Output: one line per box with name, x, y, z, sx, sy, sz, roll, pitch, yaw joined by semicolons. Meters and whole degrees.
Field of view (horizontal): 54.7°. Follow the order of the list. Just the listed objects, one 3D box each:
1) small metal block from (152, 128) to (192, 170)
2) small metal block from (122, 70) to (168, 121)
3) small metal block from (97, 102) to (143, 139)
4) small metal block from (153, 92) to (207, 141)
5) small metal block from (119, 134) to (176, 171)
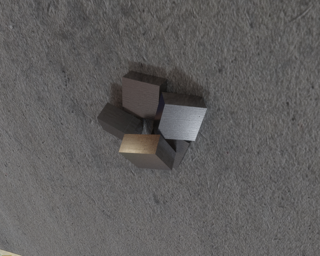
small metal block;0.013;0.020;0.413;0.050;0.025;0.050;29;128;9
small metal block;-0.019;-0.041;0.392;0.050;0.025;0.050;16;125;18
small metal block;-0.052;-0.004;0.417;0.050;0.025;0.050;29;164;8
small metal block;0.023;-0.013;0.373;0.050;0.025;0.050;5;128;-15
small metal block;-0.015;0.030;0.386;0.050;0.025;0.050;0;151;28
